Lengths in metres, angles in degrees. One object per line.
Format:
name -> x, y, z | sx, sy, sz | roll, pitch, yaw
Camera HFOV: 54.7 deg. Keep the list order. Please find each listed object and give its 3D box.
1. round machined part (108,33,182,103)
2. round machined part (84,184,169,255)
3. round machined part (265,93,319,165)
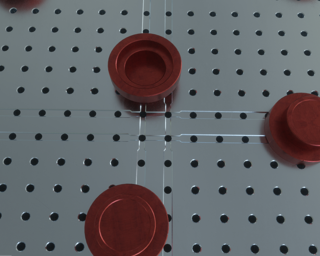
round machined part -> -0.020, -0.079, 0.431 | 0.099, 0.042, 0.098 | 0, 70, -1
round machined part -> -0.039, 0.114, 0.361 | 0.099, 0.042, 0.098 | 0, 70, -1
round machined part -> 0.193, -0.003, 0.406 | 0.099, 0.042, 0.098 | 0, 70, -1
